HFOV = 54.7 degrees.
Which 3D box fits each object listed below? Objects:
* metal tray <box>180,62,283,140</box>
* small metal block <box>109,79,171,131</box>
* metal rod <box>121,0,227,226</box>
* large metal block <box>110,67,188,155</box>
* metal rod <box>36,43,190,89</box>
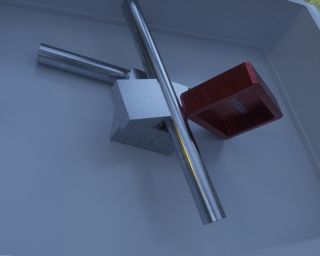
[{"bbox_3d":[0.096,-0.027,0.398,0.130,0.090,0.030,25,46,-54],"label":"metal tray"},{"bbox_3d":[-0.022,-0.027,0.345,0.050,0.025,0.050,-7,65,-32],"label":"small metal block"},{"bbox_3d":[0.007,-0.036,0.367,0.025,0.025,0.299,-7,65,-32],"label":"metal rod"},{"bbox_3d":[-0.012,-0.020,0.395,0.081,0.050,0.080,17,55,-19],"label":"large metal block"},{"bbox_3d":[-0.012,-0.060,0.436,0.302,0.025,0.025,14,56,-21],"label":"metal rod"}]
